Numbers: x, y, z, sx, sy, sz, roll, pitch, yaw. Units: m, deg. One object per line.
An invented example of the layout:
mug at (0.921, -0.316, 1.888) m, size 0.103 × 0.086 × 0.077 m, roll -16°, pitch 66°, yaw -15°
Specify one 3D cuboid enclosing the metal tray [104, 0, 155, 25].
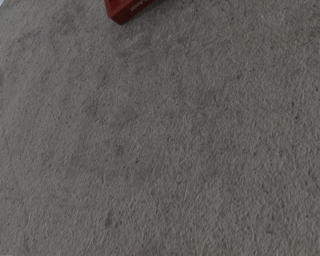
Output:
metal tray at (-0.042, -0.256, 0.551) m, size 0.130 × 0.030 × 0.090 m, roll -27°, pitch 63°, yaw 26°
